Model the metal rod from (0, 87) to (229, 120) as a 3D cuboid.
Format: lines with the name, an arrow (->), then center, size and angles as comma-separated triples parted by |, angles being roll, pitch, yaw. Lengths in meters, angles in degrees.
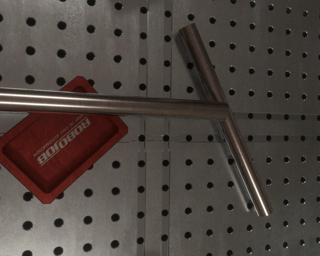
metal rod -> -0.056, -0.027, 0.360 | 0.303, 0.025, 0.025 | 2, 90, -21

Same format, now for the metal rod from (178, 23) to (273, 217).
metal rod -> 0.099, -0.006, 0.450 | 0.025, 0.025, 0.299 | -28, 100, -18

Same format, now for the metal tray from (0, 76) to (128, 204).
metal tray -> -0.115, 0.012, 0.367 | 0.130, 0.030, 0.090 | -44, 104, -15
